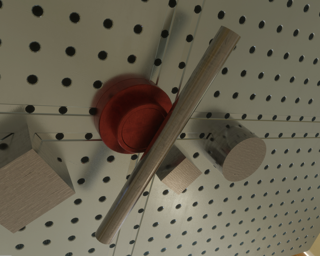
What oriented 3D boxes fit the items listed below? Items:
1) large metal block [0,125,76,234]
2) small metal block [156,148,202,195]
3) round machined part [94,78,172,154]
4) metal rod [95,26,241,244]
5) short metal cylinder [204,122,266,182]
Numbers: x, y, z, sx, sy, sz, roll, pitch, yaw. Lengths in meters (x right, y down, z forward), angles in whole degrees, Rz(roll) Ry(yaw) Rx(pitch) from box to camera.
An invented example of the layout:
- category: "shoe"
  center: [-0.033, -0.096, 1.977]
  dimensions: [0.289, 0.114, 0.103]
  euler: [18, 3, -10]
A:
- category: "large metal block"
  center: [-0.156, 0.058, 0.346]
  dimensions: [0.080, 0.050, 0.080]
  euler: [-33, 129, -7]
- category: "small metal block"
  center: [0.028, 0.067, 0.470]
  dimensions: [0.050, 0.025, 0.050]
  euler: [-44, 130, 2]
- category: "round machined part"
  center: [-0.027, -0.008, 0.382]
  dimensions: [0.099, 0.042, 0.097]
  euler: [-14, 125, -21]
- category: "metal rod"
  center: [0.002, 0.020, 0.371]
  dimensions: [0.025, 0.025, 0.298]
  euler: [21, 107, -36]
- category: "short metal cylinder"
  center: [0.117, 0.037, 0.484]
  dimensions: [0.081, 0.050, 0.079]
  euler: [-14, 124, -21]
